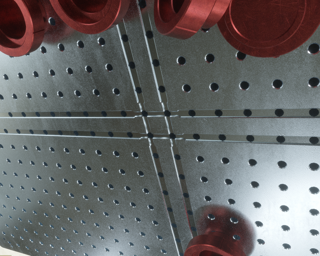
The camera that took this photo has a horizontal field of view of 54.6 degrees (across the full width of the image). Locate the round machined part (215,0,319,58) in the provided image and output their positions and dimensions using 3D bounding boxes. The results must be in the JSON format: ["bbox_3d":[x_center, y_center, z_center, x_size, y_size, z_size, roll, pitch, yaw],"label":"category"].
[{"bbox_3d":[0.096,-0.111,0.281,0.098,0.042,0.097,13,124,21],"label":"round machined part"}]

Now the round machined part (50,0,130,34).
[{"bbox_3d":[-0.075,-0.158,0.343,0.098,0.042,0.097,13,124,21],"label":"round machined part"}]

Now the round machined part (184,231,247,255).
[{"bbox_3d":[0.089,0.199,0.477,0.098,0.042,0.097,13,124,21],"label":"round machined part"}]

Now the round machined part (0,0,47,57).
[{"bbox_3d":[-0.192,-0.148,0.411,0.098,0.042,0.097,13,124,21],"label":"round machined part"}]

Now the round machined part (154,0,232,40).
[{"bbox_3d":[0.033,-0.129,0.280,0.042,0.098,0.097,7,132,-23],"label":"round machined part"}]
